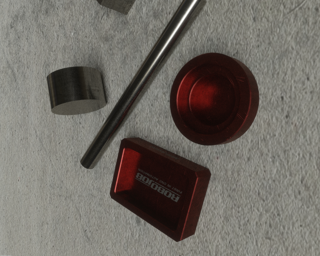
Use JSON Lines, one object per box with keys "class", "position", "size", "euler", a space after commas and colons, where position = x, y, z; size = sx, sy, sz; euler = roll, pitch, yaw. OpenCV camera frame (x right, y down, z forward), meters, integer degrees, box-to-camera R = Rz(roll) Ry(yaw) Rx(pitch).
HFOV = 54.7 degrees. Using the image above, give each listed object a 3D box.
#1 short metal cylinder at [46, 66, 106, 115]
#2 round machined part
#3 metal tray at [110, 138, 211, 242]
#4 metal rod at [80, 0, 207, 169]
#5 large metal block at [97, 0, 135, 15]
{"class": "short metal cylinder", "position": [-0.127, -0.054, 0.471], "size": [0.080, 0.081, 0.050], "euler": [-19, 78, 38]}
{"class": "round machined part", "position": [0.062, -0.030, 0.341], "size": [0.098, 0.042, 0.097], "euler": [0, 90, 39]}
{"class": "metal tray", "position": [-0.005, 0.074, 0.403], "size": [0.130, 0.030, 0.089], "euler": [22, 104, 37]}
{"class": "metal rod", "position": [-0.036, -0.050, 0.431], "size": [0.025, 0.025, 0.298], "euler": [52, 120, 27]}
{"class": "large metal block", "position": [-0.065, -0.224, 0.440], "size": [0.080, 0.050, 0.080], "euler": [-52, 60, 27]}
